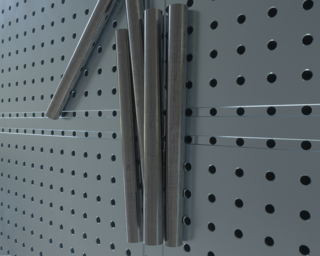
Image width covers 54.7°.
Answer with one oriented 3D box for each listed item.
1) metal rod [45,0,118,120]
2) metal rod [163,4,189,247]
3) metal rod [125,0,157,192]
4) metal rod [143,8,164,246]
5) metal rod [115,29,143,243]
[{"bbox_3d":[-0.121,-0.134,0.506,0.025,0.025,0.298,49,119,28],"label":"metal rod"},{"bbox_3d":[0.020,-0.002,0.391,0.025,0.025,0.298,2,91,39],"label":"metal rod"},{"bbox_3d":[-0.025,-0.060,0.427,0.025,0.025,0.298,-10,84,39],"label":"metal rod"},{"bbox_3d":[-0.009,-0.006,0.398,0.025,0.025,0.298,-5,82,39],"label":"metal rod"},{"bbox_3d":[-0.043,0.009,0.442,0.025,0.025,0.298,-6,86,39],"label":"metal rod"}]
